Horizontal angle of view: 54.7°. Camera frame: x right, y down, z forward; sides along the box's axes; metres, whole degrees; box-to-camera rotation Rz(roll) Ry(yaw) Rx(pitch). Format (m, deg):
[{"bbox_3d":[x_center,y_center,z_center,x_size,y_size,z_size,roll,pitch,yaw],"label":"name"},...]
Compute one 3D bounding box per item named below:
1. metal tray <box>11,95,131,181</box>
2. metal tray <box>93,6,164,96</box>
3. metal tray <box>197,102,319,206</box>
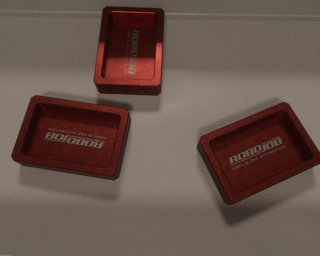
[{"bbox_3d":[-0.111,0.012,0.401,0.131,0.030,0.090,9,70,3],"label":"metal tray"},{"bbox_3d":[-0.041,-0.113,0.447,0.091,0.030,0.130,2,70,0],"label":"metal tray"},{"bbox_3d":[0.125,0.031,0.397,0.131,0.030,0.090,-22,72,-8],"label":"metal tray"}]
